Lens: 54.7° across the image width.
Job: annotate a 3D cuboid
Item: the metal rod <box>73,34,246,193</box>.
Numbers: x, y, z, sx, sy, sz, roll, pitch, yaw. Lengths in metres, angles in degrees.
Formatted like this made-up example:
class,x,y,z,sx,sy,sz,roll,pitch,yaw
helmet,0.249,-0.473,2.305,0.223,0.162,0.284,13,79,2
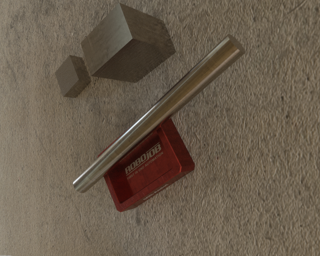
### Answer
class,x,y,z,sx,sy,sz,roll,pitch,yaw
metal rod,-0.021,0.001,0.380,0.299,0.025,0.025,-41,65,32

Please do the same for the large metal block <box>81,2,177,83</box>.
class,x,y,z,sx,sy,sz,roll,pitch,yaw
large metal block,-0.041,-0.104,0.401,0.080,0.081,0.050,-31,71,35

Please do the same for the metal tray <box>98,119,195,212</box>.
class,x,y,z,sx,sy,sz,roll,pitch,yaw
metal tray,-0.025,0.046,0.419,0.129,0.030,0.090,-39,66,32

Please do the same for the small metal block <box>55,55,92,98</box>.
class,x,y,z,sx,sy,sz,roll,pitch,yaw
small metal block,-0.148,-0.086,0.524,0.050,0.025,0.050,-37,68,33
